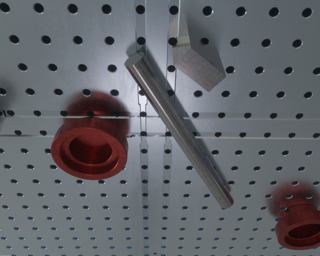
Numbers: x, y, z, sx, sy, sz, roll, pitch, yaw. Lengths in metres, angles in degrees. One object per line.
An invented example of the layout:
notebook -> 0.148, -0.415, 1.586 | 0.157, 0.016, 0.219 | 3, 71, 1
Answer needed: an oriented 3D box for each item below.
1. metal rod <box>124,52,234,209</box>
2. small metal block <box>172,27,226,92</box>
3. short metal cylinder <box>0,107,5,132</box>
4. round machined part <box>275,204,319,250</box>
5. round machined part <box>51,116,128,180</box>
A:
metal rod -> 0.041, 0.024, 0.432 | 0.025, 0.025, 0.300 | -22, 127, 17
small metal block -> 0.041, -0.074, 0.333 | 0.050, 0.050, 0.025 | 32, 123, -25
short metal cylinder -> -0.247, -0.004, 0.390 | 0.081, 0.050, 0.079 | 0, 130, 0
round machined part -> 0.254, 0.173, 0.551 | 0.099, 0.042, 0.097 | 0, 130, 0
round machined part -> -0.092, 0.023, 0.419 | 0.099, 0.042, 0.097 | 0, 130, 0
